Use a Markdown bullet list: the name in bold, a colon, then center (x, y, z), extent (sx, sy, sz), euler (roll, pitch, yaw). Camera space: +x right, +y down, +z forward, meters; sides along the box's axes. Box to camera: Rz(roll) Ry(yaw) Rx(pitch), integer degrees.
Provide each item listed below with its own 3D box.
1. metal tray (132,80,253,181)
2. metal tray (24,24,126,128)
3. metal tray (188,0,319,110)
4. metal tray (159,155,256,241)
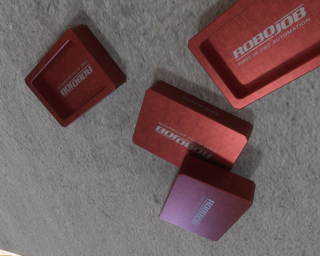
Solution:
- **metal tray**: center (0.036, 0.008, 0.389), extent (0.130, 0.030, 0.089), euler (27, 128, 10)
- **metal tray**: center (-0.119, -0.065, 0.423), extent (0.130, 0.030, 0.090), euler (-30, 102, 37)
- **metal tray**: center (0.103, -0.086, 0.295), extent (0.130, 0.030, 0.090), euler (-32, 101, 38)
- **metal tray**: center (0.056, 0.098, 0.408), extent (0.090, 0.030, 0.129), euler (22, 140, 4)
